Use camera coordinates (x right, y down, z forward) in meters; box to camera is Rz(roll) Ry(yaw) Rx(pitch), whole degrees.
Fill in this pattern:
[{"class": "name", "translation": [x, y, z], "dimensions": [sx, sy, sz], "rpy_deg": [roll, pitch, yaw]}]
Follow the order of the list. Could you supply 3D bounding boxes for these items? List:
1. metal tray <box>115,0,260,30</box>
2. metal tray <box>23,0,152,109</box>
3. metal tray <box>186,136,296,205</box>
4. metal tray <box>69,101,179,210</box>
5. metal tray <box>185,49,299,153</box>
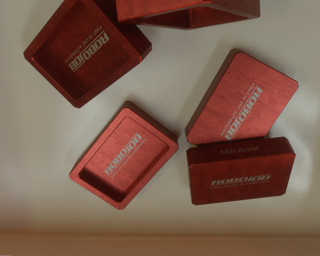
[{"class": "metal tray", "translation": [0.032, -0.119, 0.295], "dimensions": [0.090, 0.131, 0.030], "rpy_deg": [2, 102, 34]}, {"class": "metal tray", "translation": [-0.083, -0.085, 0.342], "dimensions": [0.130, 0.030, 0.090], "rpy_deg": [-27, 113, 41]}, {"class": "metal tray", "translation": [0.104, 0.060, 0.415], "dimensions": [0.131, 0.030, 0.089], "rpy_deg": [-7, 133, 2]}, {"class": "metal tray", "translation": [-0.049, 0.040, 0.422], "dimensions": [0.090, 0.030, 0.130], "rpy_deg": [37, 106, -13]}, {"class": "metal tray", "translation": [0.102, -0.024, 0.401], "dimensions": [0.090, 0.030, 0.129], "rpy_deg": [25, 108, -10]}]
